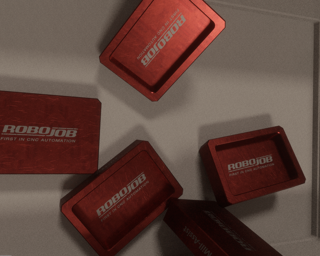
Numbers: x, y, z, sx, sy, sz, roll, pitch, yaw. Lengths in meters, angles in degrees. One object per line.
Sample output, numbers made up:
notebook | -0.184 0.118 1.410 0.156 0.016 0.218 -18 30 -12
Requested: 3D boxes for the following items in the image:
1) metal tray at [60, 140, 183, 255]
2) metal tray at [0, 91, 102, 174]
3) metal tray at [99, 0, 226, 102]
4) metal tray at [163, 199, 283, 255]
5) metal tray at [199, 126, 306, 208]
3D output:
metal tray | -0.046 0.087 0.391 0.131 0.030 0.090 -39 103 -16
metal tray | -0.138 0.007 0.357 0.131 0.030 0.089 3 89 -21
metal tray | 0.001 -0.106 0.371 0.090 0.030 0.130 37 113 -18
metal tray | 0.076 0.134 0.371 0.091 0.130 0.030 14 104 -38
metal tray | 0.131 0.052 0.440 0.131 0.030 0.090 -10 70 -20
